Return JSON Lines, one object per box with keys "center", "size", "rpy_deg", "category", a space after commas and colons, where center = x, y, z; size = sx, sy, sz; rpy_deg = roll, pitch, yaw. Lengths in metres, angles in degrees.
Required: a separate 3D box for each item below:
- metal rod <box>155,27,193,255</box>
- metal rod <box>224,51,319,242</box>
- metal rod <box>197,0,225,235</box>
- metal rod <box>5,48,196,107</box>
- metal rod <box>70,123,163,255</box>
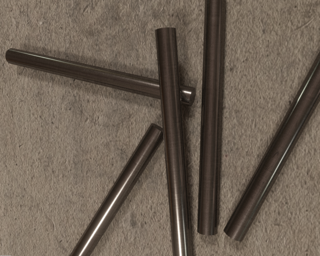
{"center": [0.018, 0.031, 0.383], "size": [0.025, 0.025, 0.298], "rpy_deg": [-3, 96, 19], "category": "metal rod"}
{"center": [0.152, -0.003, 0.355], "size": [0.025, 0.025, 0.298], "rpy_deg": [28, 99, 17], "category": "metal rod"}
{"center": [0.064, -0.019, 0.385], "size": [0.025, 0.025, 0.298], "rpy_deg": [2, 91, 19], "category": "metal rod"}
{"center": [-0.096, -0.076, 0.441], "size": [0.301, 0.025, 0.025], "rpy_deg": [15, 95, 19], "category": "metal rod"}
{"center": [-0.079, 0.125, 0.435], "size": [0.025, 0.025, 0.299], "rpy_deg": [35, 101, 16], "category": "metal rod"}
